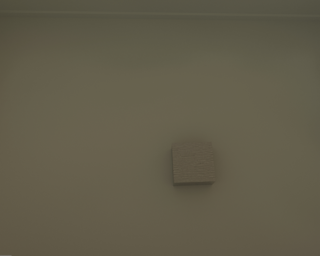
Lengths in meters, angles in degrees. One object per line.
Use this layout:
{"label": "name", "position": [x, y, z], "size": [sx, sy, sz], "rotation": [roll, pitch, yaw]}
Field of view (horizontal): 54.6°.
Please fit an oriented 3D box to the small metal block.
{"label": "small metal block", "position": [0.041, 0.046, 0.393], "size": [0.050, 0.025, 0.050], "rotation": [-2, 70, -1]}
